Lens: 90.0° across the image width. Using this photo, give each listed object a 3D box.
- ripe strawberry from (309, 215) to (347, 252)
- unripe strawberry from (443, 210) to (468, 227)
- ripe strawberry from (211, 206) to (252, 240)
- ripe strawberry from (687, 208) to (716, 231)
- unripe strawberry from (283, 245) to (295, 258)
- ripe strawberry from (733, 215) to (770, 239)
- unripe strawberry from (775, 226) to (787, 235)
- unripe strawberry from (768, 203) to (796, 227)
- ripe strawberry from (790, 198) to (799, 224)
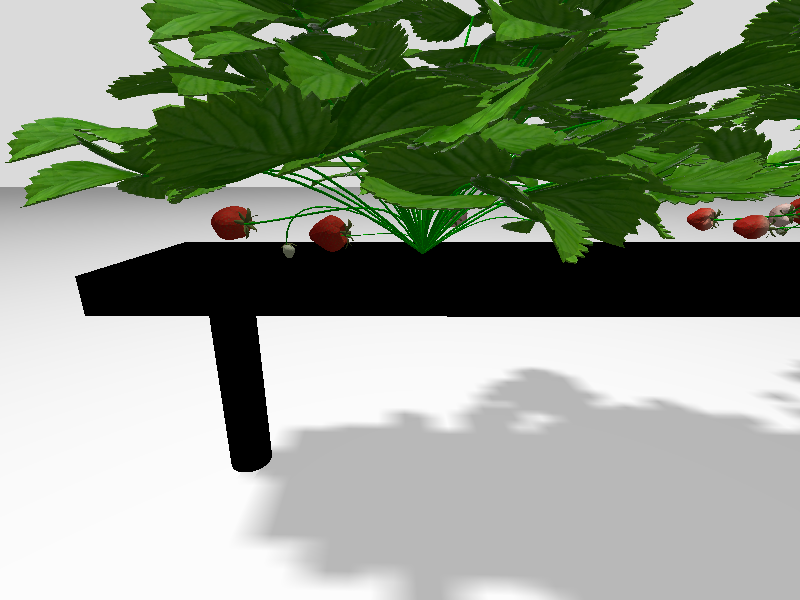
[{"bbox_3d":[-0.066,-0.061,0.365,0.034,0.033,0.032,3,18,11],"label":"ripe strawberry"},{"bbox_3d":[0.070,-0.112,0.524,0.037,0.032,0.037,5,17,14],"label":"unripe strawberry"},{"bbox_3d":[-0.177,-0.081,0.418,0.040,0.035,0.040,6,18,20],"label":"ripe strawberry"},{"bbox_3d":[0.372,-0.100,0.495,0.031,0.028,0.028,-11,20,-31],"label":"ripe strawberry"},{"bbox_3d":[-0.093,-0.041,0.336,0.010,0.012,0.012,-3,18,-8],"label":"unripe strawberry"},{"bbox_3d":[0.374,-0.078,0.427,0.030,0.025,0.030,14,22,38],"label":"ripe strawberry"},{"bbox_3d":[0.442,-0.081,0.465,0.009,0.010,0.010,-4,17,-13],"label":"unripe strawberry"},{"bbox_3d":[0.506,-0.113,0.532,0.026,0.030,0.029,3,10,10],"label":"unripe strawberry"},{"bbox_3d":[0.554,-0.121,0.547,0.042,0.037,0.038,7,9,21],"label":"ripe strawberry"}]
